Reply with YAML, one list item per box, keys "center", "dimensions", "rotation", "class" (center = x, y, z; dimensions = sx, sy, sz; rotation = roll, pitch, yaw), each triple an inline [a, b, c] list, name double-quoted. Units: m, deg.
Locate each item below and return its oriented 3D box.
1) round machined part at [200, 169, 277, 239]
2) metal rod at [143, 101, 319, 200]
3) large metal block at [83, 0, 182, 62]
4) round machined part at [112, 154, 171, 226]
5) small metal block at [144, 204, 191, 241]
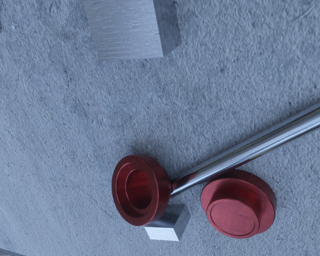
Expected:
- center: [0.100, 0.106, 0.409]
  dimensions: [0.098, 0.042, 0.097]
  rotation: [13, 124, 21]
  class: "round machined part"
- center: [0.070, 0.051, 0.401]
  dimensions: [0.025, 0.025, 0.299]
  rotation: [50, 129, -7]
  class: "metal rod"
- center: [-0.029, -0.120, 0.332]
  dimensions: [0.080, 0.050, 0.079]
  rotation: [2, 120, 27]
  class: "large metal block"
- center: [-0.023, 0.086, 0.442]
  dimensions: [0.098, 0.042, 0.097]
  rotation: [0, 90, 44]
  class: "round machined part"
- center: [0.013, 0.143, 0.473]
  dimensions: [0.050, 0.050, 0.025]
  rotation: [-9, 114, 32]
  class: "small metal block"
